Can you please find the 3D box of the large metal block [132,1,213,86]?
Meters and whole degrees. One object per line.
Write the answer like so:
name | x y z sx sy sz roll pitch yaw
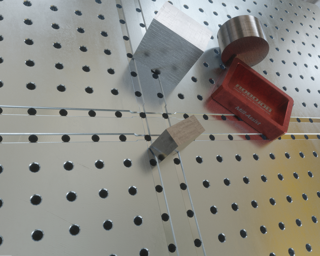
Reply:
large metal block | 0.017 -0.122 0.457 0.080 0.080 0.050 32 52 -8

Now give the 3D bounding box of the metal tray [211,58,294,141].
metal tray | 0.158 -0.050 0.520 0.130 0.030 0.090 35 51 -5

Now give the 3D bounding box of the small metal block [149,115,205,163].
small metal block | 0.022 0.014 0.395 0.050 0.050 0.025 -27 77 -37

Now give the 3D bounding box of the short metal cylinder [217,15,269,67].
short metal cylinder | 0.144 -0.148 0.540 0.081 0.080 0.050 10 57 -23
